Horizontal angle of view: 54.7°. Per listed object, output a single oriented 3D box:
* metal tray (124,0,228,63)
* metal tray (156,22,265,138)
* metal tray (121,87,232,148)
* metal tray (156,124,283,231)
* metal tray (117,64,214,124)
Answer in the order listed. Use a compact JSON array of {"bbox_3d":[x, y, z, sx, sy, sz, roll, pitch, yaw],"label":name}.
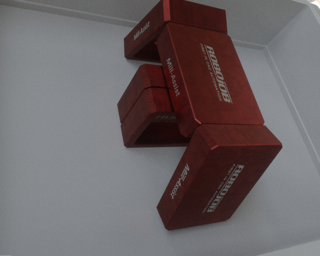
[{"bbox_3d":[0.016,-0.124,0.420,0.091,0.130,0.030,1,82,-28],"label":"metal tray"},{"bbox_3d":[0.054,-0.053,0.346,0.091,0.030,0.130,1,61,-28],"label":"metal tray"},{"bbox_3d":[0.028,-0.009,0.383,0.131,0.090,0.030,1,62,-28],"label":"metal tray"},{"bbox_3d":[0.060,0.055,0.333,0.091,0.129,0.030,1,40,-29],"label":"metal tray"},{"bbox_3d":[0.022,-0.036,0.396,0.131,0.090,0.030,1,62,-28],"label":"metal tray"}]
